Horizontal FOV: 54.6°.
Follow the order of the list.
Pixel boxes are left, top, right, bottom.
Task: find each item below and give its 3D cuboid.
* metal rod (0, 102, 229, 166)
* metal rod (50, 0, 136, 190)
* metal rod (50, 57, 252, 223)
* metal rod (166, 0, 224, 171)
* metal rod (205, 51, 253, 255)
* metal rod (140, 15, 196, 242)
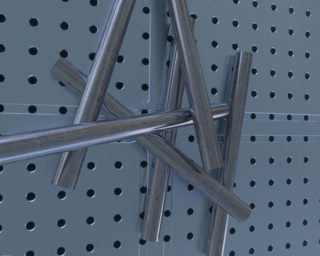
[{"bbox_3d":[-0.025,-0.002,0.351,0.302,0.025,0.025,-11,94,-39],"label":"metal rod"},{"bbox_3d":[-0.064,-0.079,0.360,0.025,0.025,0.299,20,73,-19],"label":"metal rod"},{"bbox_3d":[-0.006,0.019,0.386,0.300,0.025,0.025,39,78,-7],"label":"metal rod"},{"bbox_3d":[0.035,-0.096,0.393,0.025,0.025,0.299,-8,81,-20],"label":"metal rod"},{"bbox_3d":[0.100,0.038,0.449,0.025,0.025,0.299,10,87,-20],"label":"metal rod"},{"bbox_3d":[0.012,-0.002,0.416,0.025,0.025,0.299,11,86,-20],"label":"metal rod"}]
